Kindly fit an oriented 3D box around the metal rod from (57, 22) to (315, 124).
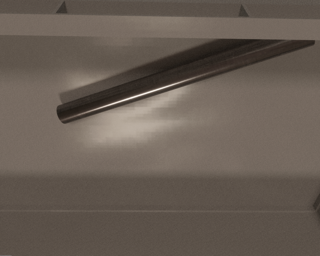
[{"bbox_3d":[0.018,-0.058,0.359,0.301,0.025,0.025,-16,129,13],"label":"metal rod"}]
